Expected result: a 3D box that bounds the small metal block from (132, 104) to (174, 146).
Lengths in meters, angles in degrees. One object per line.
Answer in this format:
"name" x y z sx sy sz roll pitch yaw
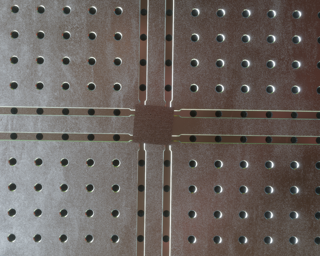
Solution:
"small metal block" -0.009 -0.004 0.413 0.050 0.025 0.050 5 90 -1
